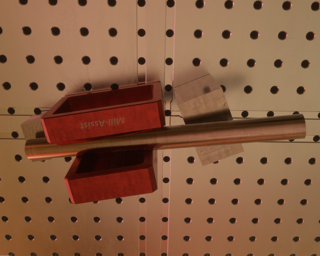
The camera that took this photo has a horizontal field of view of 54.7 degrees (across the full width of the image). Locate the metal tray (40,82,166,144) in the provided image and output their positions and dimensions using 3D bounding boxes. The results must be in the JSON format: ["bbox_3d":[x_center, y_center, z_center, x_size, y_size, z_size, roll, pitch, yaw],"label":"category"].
[{"bbox_3d":[-0.061,-0.021,0.369,0.131,0.090,0.030,-8,111,2],"label":"metal tray"}]

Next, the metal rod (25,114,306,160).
[{"bbox_3d":[-0.005,0.012,0.337,0.301,0.025,0.025,-5,111,11],"label":"metal rod"}]

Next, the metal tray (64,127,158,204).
[{"bbox_3d":[-0.050,0.036,0.370,0.091,0.130,0.030,-9,111,3],"label":"metal tray"}]

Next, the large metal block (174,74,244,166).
[{"bbox_3d":[0.057,-0.013,0.379,0.050,0.080,0.080,-21,109,7],"label":"large metal block"}]

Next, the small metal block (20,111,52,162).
[{"bbox_3d":[-0.151,0.009,0.401,0.025,0.050,0.050,-8,110,2],"label":"small metal block"}]
